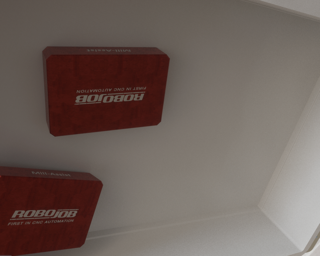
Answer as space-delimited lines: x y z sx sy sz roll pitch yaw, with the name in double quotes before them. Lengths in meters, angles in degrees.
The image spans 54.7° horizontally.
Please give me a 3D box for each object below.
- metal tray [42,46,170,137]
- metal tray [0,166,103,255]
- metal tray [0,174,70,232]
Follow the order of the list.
"metal tray" -0.058 -0.043 0.347 0.131 0.030 0.089 -7 122 -25
"metal tray" -0.137 0.095 0.355 0.131 0.030 0.090 15 95 -47
"metal tray" -0.185 0.092 0.360 0.131 0.030 0.089 16 110 -35
